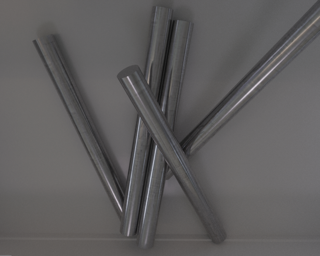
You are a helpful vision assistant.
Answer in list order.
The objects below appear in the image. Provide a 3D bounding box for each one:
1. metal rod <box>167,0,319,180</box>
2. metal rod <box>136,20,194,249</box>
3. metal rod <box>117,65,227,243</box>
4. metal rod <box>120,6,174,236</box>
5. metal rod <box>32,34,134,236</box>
[{"bbox_3d":[0.089,-0.033,0.359,0.025,0.025,0.298,34,122,-12],"label":"metal rod"},{"bbox_3d":[0.003,0.018,0.399,0.025,0.025,0.298,9,103,-3],"label":"metal rod"},{"bbox_3d":[0.028,0.054,0.395,0.025,0.025,0.299,-24,122,8],"label":"metal rod"},{"bbox_3d":[-0.020,0.003,0.398,0.025,0.025,0.298,9,105,-3],"label":"metal rod"},{"bbox_3d":[-0.090,0.024,0.418,0.025,0.025,0.299,-19,109,7],"label":"metal rod"}]
